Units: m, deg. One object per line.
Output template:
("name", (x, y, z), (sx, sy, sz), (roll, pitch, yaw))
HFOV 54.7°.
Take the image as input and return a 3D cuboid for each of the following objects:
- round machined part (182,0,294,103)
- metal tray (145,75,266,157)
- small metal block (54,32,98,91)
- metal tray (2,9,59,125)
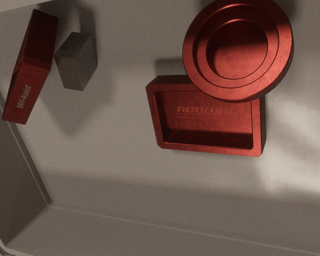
("round machined part", (0.075, -0.072, 0.295), (0.098, 0.042, 0.097), (-2, 85, 26))
("metal tray", (0.054, -0.016, 0.365), (0.130, 0.030, 0.089), (3, 120, 26))
("small metal block", (-0.102, -0.082, 0.383), (0.025, 0.050, 0.050), (11, 141, 9))
("metal tray", (-0.169, -0.075, 0.400), (0.030, 0.090, 0.129), (15, 142, -29))
